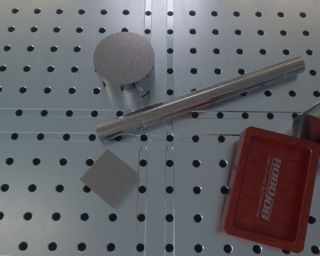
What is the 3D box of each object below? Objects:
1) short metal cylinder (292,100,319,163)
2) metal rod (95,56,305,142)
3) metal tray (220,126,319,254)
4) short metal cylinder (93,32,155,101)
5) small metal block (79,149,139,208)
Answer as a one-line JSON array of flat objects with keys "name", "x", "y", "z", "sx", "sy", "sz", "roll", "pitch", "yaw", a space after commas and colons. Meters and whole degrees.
[{"name": "short metal cylinder", "x": 0.214, "y": 0.004, "z": 0.383, "sx": 0.050, "sy": 0.080, "sz": 0.080, "roll": -33, "pitch": 74, "yaw": -12}, {"name": "metal rod", "x": 0.060, "y": -0.042, "z": 0.427, "sx": 0.302, "sy": 0.025, "sz": 0.025, "roll": -19, "pitch": 71, "yaw": -7}, {"name": "metal tray", "x": 0.132, "y": 0.071, "z": 0.373, "sx": 0.090, "sy": 0.030, "sz": 0.130, "roll": 14, "pitch": 79, "yaw": 5}, {"name": "short metal cylinder", "x": -0.047, "y": -0.085, "z": 0.429, "sx": 0.081, "sy": 0.050, "sz": 0.080, "roll": 0, "pitch": 70, "yaw": 0}, {"name": "small metal block", "x": -0.062, "y": 0.063, "z": 0.388, "sx": 0.050, "sy": 0.025, "sz": 0.050, "roll": 38, "pitch": 74, "yaw": 12}]
